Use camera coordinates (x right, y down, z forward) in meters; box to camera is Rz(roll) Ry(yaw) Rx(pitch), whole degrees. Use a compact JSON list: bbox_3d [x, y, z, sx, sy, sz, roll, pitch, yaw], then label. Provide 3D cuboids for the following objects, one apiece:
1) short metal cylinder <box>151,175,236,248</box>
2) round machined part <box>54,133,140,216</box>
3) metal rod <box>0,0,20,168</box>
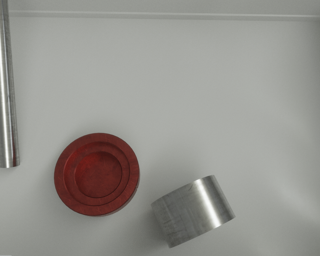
[{"bbox_3d":[0.036,0.093,0.347,0.080,0.080,0.050,-23,72,-8],"label":"short metal cylinder"},{"bbox_3d":[-0.073,0.058,0.378,0.099,0.042,0.098,0,70,-1],"label":"round machined part"},{"bbox_3d":[-0.194,-0.100,0.374,0.025,0.025,0.298,-1,97,-1],"label":"metal rod"}]
